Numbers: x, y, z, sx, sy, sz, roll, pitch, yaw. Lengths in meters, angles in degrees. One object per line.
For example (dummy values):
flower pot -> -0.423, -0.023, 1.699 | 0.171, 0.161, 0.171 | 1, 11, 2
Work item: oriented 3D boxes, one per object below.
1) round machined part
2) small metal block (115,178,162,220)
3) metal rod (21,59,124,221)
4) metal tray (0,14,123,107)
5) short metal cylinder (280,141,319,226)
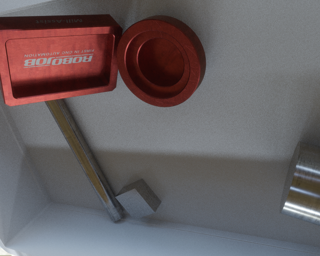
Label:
round machined part -> 0.004, -0.076, 0.347 | 0.098, 0.042, 0.097 | 13, 124, 20
small metal block -> -0.035, 0.115, 0.496 | 0.050, 0.025, 0.050 | -30, 102, 37
metal rod -> -0.130, 0.025, 0.490 | 0.025, 0.025, 0.299 | -10, 114, 32
metal tray -> -0.112, -0.078, 0.350 | 0.030, 0.131, 0.089 | 53, 144, 37
short metal cylinder -> 0.162, 0.059, 0.324 | 0.050, 0.080, 0.079 | 15, 125, 19
